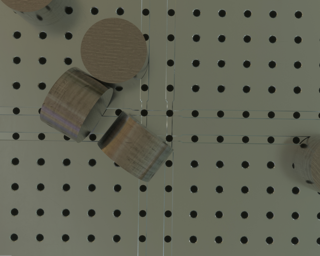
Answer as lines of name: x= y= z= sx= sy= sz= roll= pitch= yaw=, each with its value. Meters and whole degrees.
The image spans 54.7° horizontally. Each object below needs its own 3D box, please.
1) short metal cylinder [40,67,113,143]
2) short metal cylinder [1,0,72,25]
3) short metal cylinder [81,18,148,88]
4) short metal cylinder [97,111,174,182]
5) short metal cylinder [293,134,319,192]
short metal cylinder: x=-0.102 y=-0.028 z=0.385 sx=0.050 sy=0.080 sz=0.080 roll=31 pitch=90 yaw=0
short metal cylinder: x=-0.161 y=-0.180 z=0.399 sx=0.081 sy=0.050 sz=0.079 roll=0 pitch=90 yaw=0
short metal cylinder: x=-0.056 y=-0.094 z=0.400 sx=0.081 sy=0.050 sz=0.079 roll=0 pitch=90 yaw=0
short metal cylinder: x=-0.030 y=0.022 z=0.386 sx=0.080 sy=0.080 sz=0.050 roll=38 pitch=90 yaw=0
short metal cylinder: x=0.224 y=0.048 z=0.403 sx=0.081 sy=0.050 sz=0.079 roll=0 pitch=90 yaw=0
